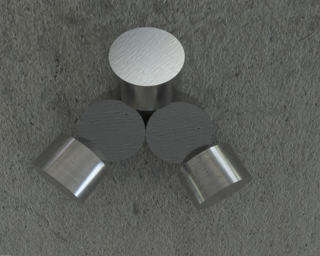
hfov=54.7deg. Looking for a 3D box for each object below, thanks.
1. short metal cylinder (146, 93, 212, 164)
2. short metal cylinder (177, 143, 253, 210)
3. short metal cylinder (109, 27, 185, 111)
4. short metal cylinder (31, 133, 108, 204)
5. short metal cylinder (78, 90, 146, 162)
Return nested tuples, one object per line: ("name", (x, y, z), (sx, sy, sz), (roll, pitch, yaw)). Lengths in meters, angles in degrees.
("short metal cylinder", (0.023, -0.001, 0.397), (0.081, 0.050, 0.079), (0, 110, 0))
("short metal cylinder", (0.070, 0.063, 0.399), (0.080, 0.080, 0.050), (-35, 65, 12))
("short metal cylinder", (-0.015, -0.066, 0.351), (0.081, 0.080, 0.050), (2, 153, -1))
("short metal cylinder", (-0.114, 0.052, 0.393), (0.080, 0.080, 0.050), (44, 64, -15))
("short metal cylinder", (-0.058, -0.004, 0.395), (0.081, 0.050, 0.079), (0, 110, 0))
